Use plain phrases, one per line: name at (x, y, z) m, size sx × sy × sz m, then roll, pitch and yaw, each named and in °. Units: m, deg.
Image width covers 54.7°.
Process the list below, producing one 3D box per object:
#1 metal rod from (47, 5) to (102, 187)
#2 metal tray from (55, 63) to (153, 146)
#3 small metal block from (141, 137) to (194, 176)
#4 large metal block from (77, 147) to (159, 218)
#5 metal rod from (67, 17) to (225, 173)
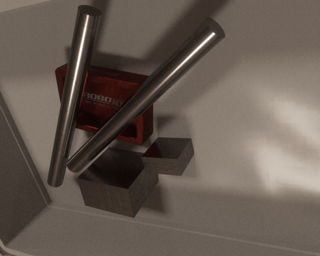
metal rod at (-0.124, -0.018, 0.420) m, size 0.025 × 0.025 × 0.298 m, roll 31°, pitch 128°, yaw 8°
metal tray at (-0.075, -0.034, 0.421) m, size 0.130 × 0.030 × 0.089 m, roll 14°, pitch 124°, yaw 20°
small metal block at (0.012, 0.036, 0.408) m, size 0.050 × 0.050 × 0.025 m, roll 1°, pitch 119°, yaw 27°
large metal block at (-0.057, 0.075, 0.448) m, size 0.080 × 0.080 × 0.050 m, roll 7°, pitch 121°, yaw 24°
metal rod at (-0.039, -0.018, 0.377) m, size 0.025 × 0.025 × 0.299 m, roll 47°, pitch 129°, yaw -5°
